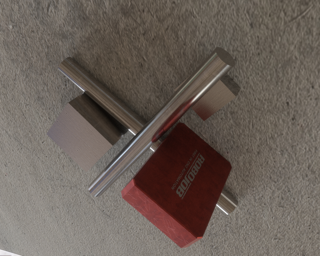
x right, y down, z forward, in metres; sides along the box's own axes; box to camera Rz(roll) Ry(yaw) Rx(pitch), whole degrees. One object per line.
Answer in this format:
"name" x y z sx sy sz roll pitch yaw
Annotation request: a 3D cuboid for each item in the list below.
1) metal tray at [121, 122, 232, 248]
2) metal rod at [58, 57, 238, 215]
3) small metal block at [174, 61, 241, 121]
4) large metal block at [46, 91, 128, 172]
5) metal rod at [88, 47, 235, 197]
"metal tray" 0.026 0.059 0.361 0.090 0.131 0.030 41 130 0
"metal rod" -0.015 0.011 0.422 0.300 0.025 0.025 41 129 0
"small metal block" 0.054 -0.044 0.352 0.050 0.025 0.050 46 129 -4
"large metal block" -0.103 0.004 0.445 0.080 0.050 0.080 45 129 -4
"metal rod" -0.019 0.014 0.392 0.025 0.025 0.298 43 129 -2
